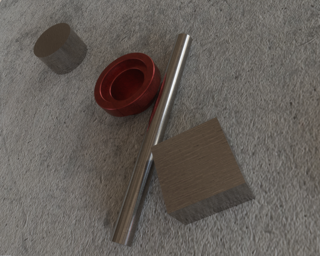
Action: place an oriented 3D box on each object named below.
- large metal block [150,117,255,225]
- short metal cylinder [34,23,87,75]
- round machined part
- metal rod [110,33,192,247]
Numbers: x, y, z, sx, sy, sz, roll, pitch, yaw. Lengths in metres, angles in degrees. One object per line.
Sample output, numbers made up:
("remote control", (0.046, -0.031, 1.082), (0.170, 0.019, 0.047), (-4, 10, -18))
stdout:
("large metal block", (0.044, 0.047, 0.335), (0.080, 0.050, 0.080), (-25, 53, 12))
("short metal cylinder", (-0.182, -0.146, 0.570), (0.080, 0.050, 0.080), (-13, 56, 20))
("round machined part", (-0.042, -0.057, 0.447), (0.098, 0.042, 0.098), (-14, 55, 22))
("metal rod", (-0.004, -0.002, 0.405), (0.025, 0.025, 0.300), (3, 63, 29))
